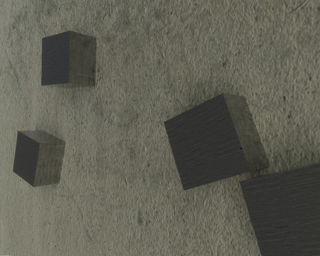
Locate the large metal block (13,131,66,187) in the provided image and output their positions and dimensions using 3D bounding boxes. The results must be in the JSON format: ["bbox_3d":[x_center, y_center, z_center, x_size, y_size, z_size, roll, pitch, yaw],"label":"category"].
[{"bbox_3d":[-0.225,0.054,0.575,0.080,0.050,0.079,19,102,38],"label":"large metal block"}]

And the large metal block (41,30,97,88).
[{"bbox_3d":[-0.152,-0.110,0.514,0.080,0.050,0.079,3,92,40],"label":"large metal block"}]

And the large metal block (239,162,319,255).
[{"bbox_3d":[0.130,0.076,0.281,0.080,0.050,0.080,-23,76,37],"label":"large metal block"}]

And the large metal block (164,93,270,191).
[{"bbox_3d":[0.060,0.017,0.339,0.080,0.050,0.080,-26,74,37],"label":"large metal block"}]
